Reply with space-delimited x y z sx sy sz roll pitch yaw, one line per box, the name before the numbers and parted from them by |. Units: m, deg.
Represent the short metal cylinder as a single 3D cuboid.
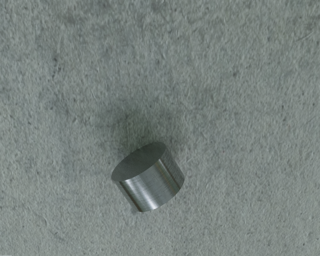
short metal cylinder | -0.015 0.062 0.403 0.080 0.080 0.050 -28 108 9
